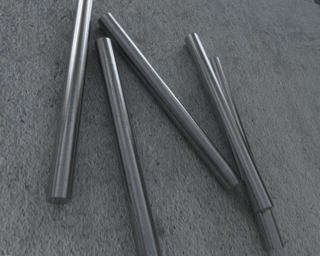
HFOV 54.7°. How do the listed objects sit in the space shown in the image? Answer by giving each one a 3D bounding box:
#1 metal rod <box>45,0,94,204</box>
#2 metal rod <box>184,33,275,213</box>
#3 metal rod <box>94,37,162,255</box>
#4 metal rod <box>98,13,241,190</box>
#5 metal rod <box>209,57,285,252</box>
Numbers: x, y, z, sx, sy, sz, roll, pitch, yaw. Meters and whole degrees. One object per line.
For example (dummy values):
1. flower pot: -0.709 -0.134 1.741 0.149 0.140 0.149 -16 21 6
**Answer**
1. metal rod: -0.105 -0.057 0.381 0.025 0.025 0.299 11 57 -22
2. metal rod: 0.091 -0.025 0.453 0.025 0.025 0.299 0 57 -28
3. metal rod: -0.043 0.014 0.371 0.025 0.025 0.299 -1 62 -29
4. metal rod: 0.008 -0.043 0.433 0.025 0.025 0.299 -30 78 -38
5. metal rod: 0.116 0.020 0.453 0.025 0.025 0.299 2 61 -27
